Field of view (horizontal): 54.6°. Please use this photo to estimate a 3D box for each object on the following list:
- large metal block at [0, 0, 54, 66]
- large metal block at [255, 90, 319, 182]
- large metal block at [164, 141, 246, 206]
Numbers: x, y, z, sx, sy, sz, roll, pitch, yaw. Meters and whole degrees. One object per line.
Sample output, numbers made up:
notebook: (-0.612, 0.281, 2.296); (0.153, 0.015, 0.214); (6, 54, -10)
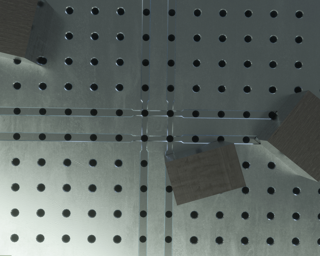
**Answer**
large metal block: (-0.194, -0.133, 0.400); (0.080, 0.050, 0.080); (13, 90, 0)
large metal block: (0.187, 0.010, 0.402); (0.080, 0.050, 0.080); (39, 90, 0)
large metal block: (0.051, 0.052, 0.386); (0.080, 0.080, 0.050); (-16, 90, 0)
